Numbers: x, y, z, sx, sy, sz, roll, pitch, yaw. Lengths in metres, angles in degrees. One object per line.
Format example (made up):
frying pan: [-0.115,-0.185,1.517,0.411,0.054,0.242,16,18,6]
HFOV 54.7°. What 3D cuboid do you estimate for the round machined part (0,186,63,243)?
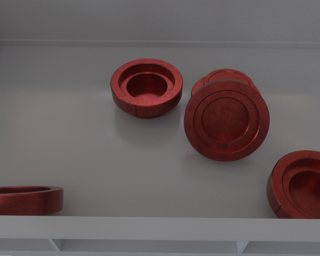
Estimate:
round machined part: [-0.146,0.081,0.300,0.099,0.098,0.042,0,84,0]

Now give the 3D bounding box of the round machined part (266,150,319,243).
round machined part: [0.164,0.075,0.332,0.099,0.042,0.098,0,50,0]

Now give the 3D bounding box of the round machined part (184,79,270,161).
round machined part: [0.079,-0.012,0.380,0.099,0.097,0.042,6,15,5]

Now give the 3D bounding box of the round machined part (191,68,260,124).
round machined part: [0.093,-0.046,0.433,0.099,0.042,0.098,0,50,0]

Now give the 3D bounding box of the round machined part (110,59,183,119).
round machined part: [-0.018,-0.051,0.437,0.099,0.042,0.098,0,50,0]
